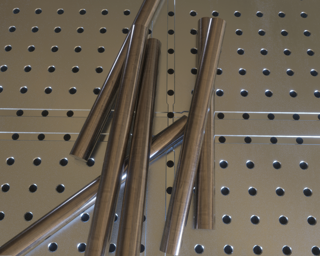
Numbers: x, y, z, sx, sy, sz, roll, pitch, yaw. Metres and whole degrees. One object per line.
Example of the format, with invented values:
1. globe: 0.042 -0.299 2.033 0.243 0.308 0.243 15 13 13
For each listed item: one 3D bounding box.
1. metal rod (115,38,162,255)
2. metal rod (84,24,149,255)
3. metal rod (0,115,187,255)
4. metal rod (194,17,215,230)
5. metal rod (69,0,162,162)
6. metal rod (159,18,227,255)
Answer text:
1. metal rod: -0.022 0.007 0.385 0.025 0.025 0.300 4 61 2
2. metal rod: -0.048 0.001 0.384 0.025 0.025 0.299 7 69 3
3. metal rod: -0.081 0.078 0.382 0.301 0.025 0.025 -36 74 -12
4. metal rod: 0.061 -0.020 0.419 0.025 0.025 0.299 3 70 1
5. metal rod: -0.053 -0.093 0.445 0.025 0.025 0.300 19 71 7
6. metal rod: 0.044 0.001 0.388 0.025 0.025 0.299 12 78 4
